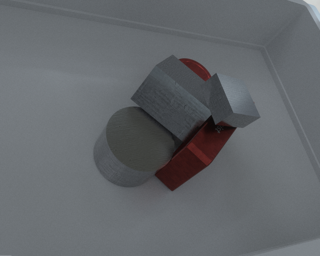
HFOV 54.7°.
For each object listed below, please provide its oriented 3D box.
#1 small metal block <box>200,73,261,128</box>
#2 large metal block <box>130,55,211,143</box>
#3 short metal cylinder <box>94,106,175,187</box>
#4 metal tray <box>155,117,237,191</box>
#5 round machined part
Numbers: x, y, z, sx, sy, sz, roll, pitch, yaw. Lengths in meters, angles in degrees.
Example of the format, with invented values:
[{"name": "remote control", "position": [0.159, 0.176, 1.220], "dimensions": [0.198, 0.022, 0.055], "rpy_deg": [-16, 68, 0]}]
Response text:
[{"name": "small metal block", "position": [0.078, -0.029, 0.343], "dimensions": [0.050, 0.025, 0.050], "rpy_deg": [5, 58, -41]}, {"name": "large metal block", "position": [0.022, -0.039, 0.379], "dimensions": [0.080, 0.050, 0.080], "rpy_deg": [39, 26, -2]}, {"name": "short metal cylinder", "position": [-0.031, 0.022, 0.358], "dimensions": [0.081, 0.050, 0.080], "rpy_deg": [14, 56, -21]}, {"name": "metal tray", "position": [0.057, 0.013, 0.386], "dimensions": [0.030, 0.090, 0.131], "rpy_deg": [44, 50, 2]}, {"name": "round machined part", "position": [0.039, -0.063, 0.453], "dimensions": [0.099, 0.042, 0.098], "rpy_deg": [14, 56, -21]}]
